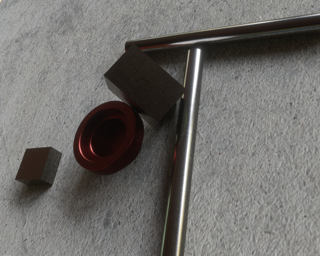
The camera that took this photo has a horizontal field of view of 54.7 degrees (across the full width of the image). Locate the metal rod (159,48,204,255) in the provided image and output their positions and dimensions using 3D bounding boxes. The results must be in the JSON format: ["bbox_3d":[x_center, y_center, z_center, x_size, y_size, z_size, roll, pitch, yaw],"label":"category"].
[{"bbox_3d":[0.029,0.027,0.371,0.025,0.025,0.299,-5,59,25],"label":"metal rod"}]

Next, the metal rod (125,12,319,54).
[{"bbox_3d":[0.082,-0.129,0.439,0.300,0.025,0.025,0,62,28],"label":"metal rod"}]

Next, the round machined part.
[{"bbox_3d":[-0.063,0.016,0.412,0.098,0.042,0.098,-14,58,24],"label":"round machined part"}]

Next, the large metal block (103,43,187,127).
[{"bbox_3d":[-0.020,-0.048,0.386,0.080,0.080,0.050,41,83,-2],"label":"large metal block"}]

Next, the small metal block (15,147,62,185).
[{"bbox_3d":[-0.180,0.057,0.461,0.050,0.025,0.050,-6,59,25],"label":"small metal block"}]
